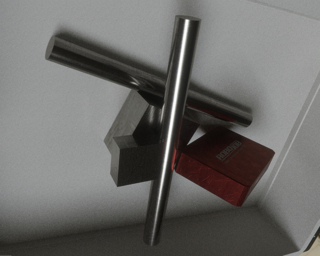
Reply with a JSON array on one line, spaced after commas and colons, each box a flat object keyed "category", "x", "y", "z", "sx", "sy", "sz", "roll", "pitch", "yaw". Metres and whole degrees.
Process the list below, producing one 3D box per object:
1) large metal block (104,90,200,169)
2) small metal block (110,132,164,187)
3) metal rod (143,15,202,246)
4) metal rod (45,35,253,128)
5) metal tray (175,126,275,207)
[{"category": "large metal block", "x": -0.011, "y": 0.006, "z": 0.390, "sx": 0.080, "sy": 0.050, "sz": 0.080, "roll": 19, "pitch": 108, "yaw": -36}, {"category": "small metal block", "x": -0.027, "y": 0.035, "z": 0.350, "sx": 0.050, "sy": 0.025, "sz": 0.050, "roll": -7, "pitch": 121, "yaw": -26}, {"category": "metal rod", "x": 0.008, "y": 0.025, "z": 0.364, "sx": 0.025, "sy": 0.025, "sz": 0.298, "roll": -6, "pitch": 121, "yaw": -26}, {"category": "metal rod", "x": 0.012, "y": -0.045, "z": 0.388, "sx": 0.302, "sy": 0.025, "sz": 0.025, "roll": 15, "pitch": 110, "yaw": -35}, {"category": "metal tray", "x": 0.089, "y": 0.043, "z": 0.408, "sx": 0.131, "sy": 0.090, "sz": 0.030, "roll": -25, "pitch": 136, "yaw": -55}]
